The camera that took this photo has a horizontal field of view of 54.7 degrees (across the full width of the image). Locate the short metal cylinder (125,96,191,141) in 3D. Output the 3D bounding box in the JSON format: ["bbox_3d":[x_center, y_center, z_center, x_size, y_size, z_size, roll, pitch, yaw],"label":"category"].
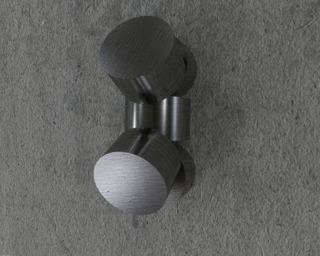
[{"bbox_3d":[-0.003,-0.011,0.383,0.080,0.080,0.050,2,91,20],"label":"short metal cylinder"}]

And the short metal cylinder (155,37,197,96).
[{"bbox_3d":[0.003,-0.077,0.396,0.080,0.050,0.080,0,90,20],"label":"short metal cylinder"}]

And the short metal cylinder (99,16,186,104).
[{"bbox_3d":[-0.017,-0.072,0.334,0.080,0.050,0.080,-8,62,15],"label":"short metal cylinder"}]

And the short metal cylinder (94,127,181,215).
[{"bbox_3d":[-0.023,0.046,0.335,0.080,0.050,0.079,9,121,16],"label":"short metal cylinder"}]

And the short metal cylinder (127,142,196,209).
[{"bbox_3d":[0.000,0.058,0.397,0.080,0.050,0.080,0,90,20],"label":"short metal cylinder"}]
